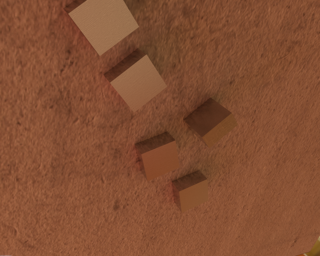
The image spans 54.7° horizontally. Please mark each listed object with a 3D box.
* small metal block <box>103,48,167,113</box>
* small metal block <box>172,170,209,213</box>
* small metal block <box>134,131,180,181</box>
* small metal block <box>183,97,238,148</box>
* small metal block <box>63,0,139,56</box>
[{"bbox_3d":[-0.028,-0.055,0.359,0.050,0.025,0.050,-39,130,-2],"label":"small metal block"},{"bbox_3d":[0.049,0.102,0.499,0.050,0.025,0.050,-20,127,-17],"label":"small metal block"},{"bbox_3d":[-0.003,0.039,0.431,0.050,0.025,0.050,-21,127,-16],"label":"small metal block"},{"bbox_3d":[0.069,-0.008,0.425,0.050,0.050,0.025,-39,130,-2],"label":"small metal block"},{"bbox_3d":[-0.058,-0.110,0.308,0.050,0.025,0.050,-38,130,-3],"label":"small metal block"}]
